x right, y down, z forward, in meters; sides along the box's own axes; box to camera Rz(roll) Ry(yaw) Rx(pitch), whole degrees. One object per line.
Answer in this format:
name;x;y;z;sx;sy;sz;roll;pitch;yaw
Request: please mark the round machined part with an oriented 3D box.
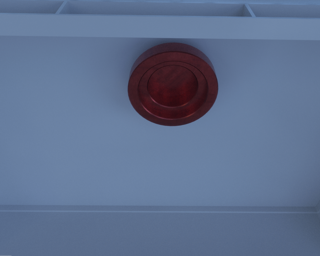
round machined part;0.014;-0.052;0.353;0.099;0.042;0.097;0;130;0
